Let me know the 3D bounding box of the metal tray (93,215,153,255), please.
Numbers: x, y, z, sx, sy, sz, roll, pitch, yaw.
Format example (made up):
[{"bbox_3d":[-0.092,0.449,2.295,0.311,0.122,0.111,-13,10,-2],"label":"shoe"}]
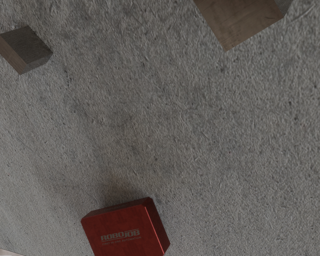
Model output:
[{"bbox_3d":[-0.063,0.227,0.577,0.090,0.030,0.129,2,119,27],"label":"metal tray"}]

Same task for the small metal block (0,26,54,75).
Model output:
[{"bbox_3d":[-0.185,-0.107,0.422,0.050,0.050,0.025,48,129,-6],"label":"small metal block"}]

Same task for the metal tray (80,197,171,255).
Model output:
[{"bbox_3d":[-0.059,0.173,0.513,0.130,0.030,0.090,-19,94,24],"label":"metal tray"}]

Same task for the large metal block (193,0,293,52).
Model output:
[{"bbox_3d":[0.065,-0.122,0.261,0.050,0.080,0.080,-27,104,37],"label":"large metal block"}]
